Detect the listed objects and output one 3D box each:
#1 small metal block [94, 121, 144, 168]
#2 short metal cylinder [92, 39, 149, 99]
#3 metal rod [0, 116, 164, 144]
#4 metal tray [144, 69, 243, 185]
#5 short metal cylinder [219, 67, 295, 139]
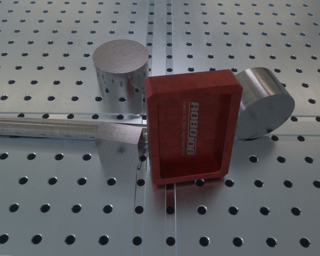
[{"bbox_3d":[-0.047,0.021,0.373,0.050,0.050,0.025,8,51,7],"label":"small metal block"},{"bbox_3d":[-0.057,-0.089,0.466,0.081,0.050,0.080,0,50,0],"label":"short metal cylinder"},{"bbox_3d":[-0.139,0.001,0.405,0.302,0.025,0.025,3,50,2],"label":"metal rod"},{"bbox_3d":[0.032,0.004,0.334,0.091,0.129,0.030,-7,41,-6],"label":"metal tray"},{"bbox_3d":[0.123,-0.031,0.399,0.081,0.080,0.050,-12,51,-10],"label":"short metal cylinder"}]
